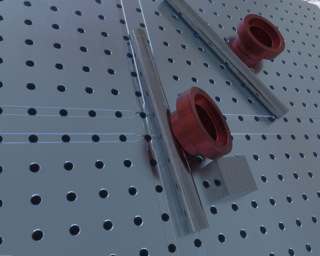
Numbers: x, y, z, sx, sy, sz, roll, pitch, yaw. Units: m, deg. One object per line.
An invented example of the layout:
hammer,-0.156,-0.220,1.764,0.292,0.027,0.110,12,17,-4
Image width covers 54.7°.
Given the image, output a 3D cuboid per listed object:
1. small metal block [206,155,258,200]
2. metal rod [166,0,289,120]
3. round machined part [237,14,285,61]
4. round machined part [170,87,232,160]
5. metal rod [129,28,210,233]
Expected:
small metal block,0.097,0.067,0.420,0.050,0.025,0.050,-2,63,-29
metal rod,0.115,-0.135,0.551,0.300,0.025,0.025,49,51,6
round machined part,0.190,-0.171,0.603,0.099,0.042,0.098,13,56,-21
round machined part,0.051,-0.002,0.410,0.098,0.042,0.098,39,35,-33
metal rod,0.005,-0.013,0.418,0.025,0.025,0.299,-3,63,-30
